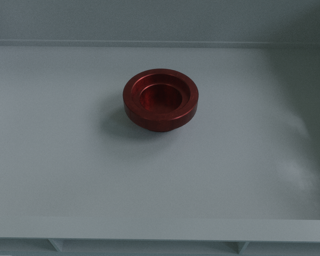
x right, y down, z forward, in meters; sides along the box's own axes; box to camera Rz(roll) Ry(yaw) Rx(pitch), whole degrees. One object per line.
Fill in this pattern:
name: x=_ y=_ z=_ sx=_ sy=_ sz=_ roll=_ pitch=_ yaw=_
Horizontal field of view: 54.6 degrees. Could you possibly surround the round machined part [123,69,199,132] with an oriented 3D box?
round machined part: x=0.001 y=-0.033 z=0.418 sx=0.099 sy=0.042 sz=0.098 roll=0 pitch=50 yaw=0
